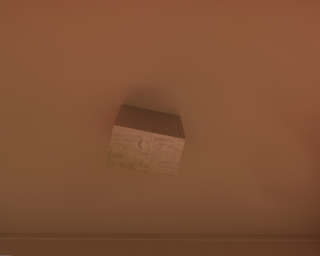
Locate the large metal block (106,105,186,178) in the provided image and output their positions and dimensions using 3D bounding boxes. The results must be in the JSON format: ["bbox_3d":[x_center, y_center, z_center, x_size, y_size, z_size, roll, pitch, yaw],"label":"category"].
[{"bbox_3d":[-0.017,0.013,0.384,0.081,0.080,0.050,11,110,-5],"label":"large metal block"}]
